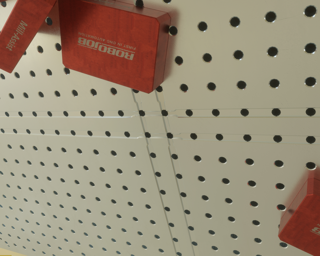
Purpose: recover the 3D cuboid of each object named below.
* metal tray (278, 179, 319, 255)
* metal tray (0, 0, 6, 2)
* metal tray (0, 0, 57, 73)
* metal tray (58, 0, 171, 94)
[{"bbox_3d":[0.222,0.125,0.368,0.130,0.030,0.089,23,127,13],"label":"metal tray"},{"bbox_3d":[-0.270,-0.224,0.408,0.090,0.030,0.129,-2,118,29],"label":"metal tray"},{"bbox_3d":[-0.154,-0.135,0.363,0.030,0.090,0.130,28,135,-30],"label":"metal tray"},{"bbox_3d":[-0.058,-0.103,0.373,0.130,0.030,0.089,19,126,16],"label":"metal tray"}]
